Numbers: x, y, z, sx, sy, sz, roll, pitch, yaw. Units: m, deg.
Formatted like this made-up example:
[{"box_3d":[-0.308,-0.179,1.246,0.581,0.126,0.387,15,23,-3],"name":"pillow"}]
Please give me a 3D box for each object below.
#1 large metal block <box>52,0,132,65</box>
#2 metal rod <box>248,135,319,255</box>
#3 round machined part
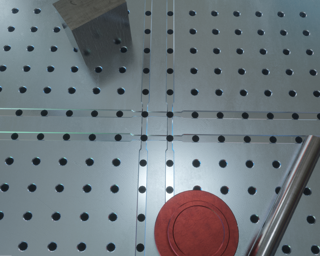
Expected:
[{"box_3d":[-0.091,-0.148,0.436,0.080,0.080,0.050,-33,74,-11],"name":"large metal block"},{"box_3d":[0.125,0.136,0.362,0.025,0.025,0.300,30,73,10],"name":"metal rod"},{"box_3d":[0.043,0.121,0.359,0.099,0.042,0.098,0,70,0],"name":"round machined part"}]
